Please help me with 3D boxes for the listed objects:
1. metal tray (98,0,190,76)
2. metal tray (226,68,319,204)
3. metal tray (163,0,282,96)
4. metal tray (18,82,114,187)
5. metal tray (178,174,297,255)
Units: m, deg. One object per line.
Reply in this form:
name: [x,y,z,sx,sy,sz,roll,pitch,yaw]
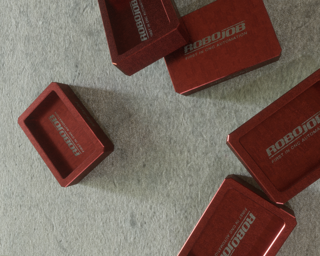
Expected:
metal tray: [-0.025,-0.139,0.389,0.090,0.030,0.130,-26,59,17]
metal tray: [0.151,0.009,0.337,0.130,0.030,0.090,-37,78,2]
metal tray: [0.070,-0.104,0.381,0.130,0.030,0.090,-20,84,18]
metal tray: [-0.139,0.009,0.453,0.090,0.030,0.130,-42,77,15]
metal tray: [0.089,0.133,0.374,0.090,0.030,0.129,32,100,16]
